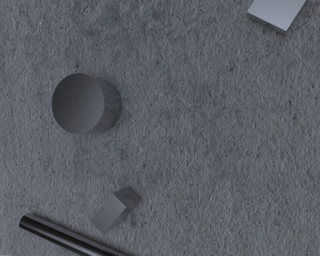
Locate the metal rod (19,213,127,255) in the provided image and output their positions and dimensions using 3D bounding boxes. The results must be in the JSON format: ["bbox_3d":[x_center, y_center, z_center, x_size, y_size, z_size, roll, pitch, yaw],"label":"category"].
[{"bbox_3d":[-0.071,0.182,0.432,0.301,0.025,0.025,15,95,18],"label":"metal rod"}]

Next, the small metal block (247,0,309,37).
[{"bbox_3d":[0.138,-0.143,0.360,0.050,0.025,0.050,34,101,16],"label":"small metal block"}]

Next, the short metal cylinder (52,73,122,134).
[{"bbox_3d":[-0.100,-0.032,0.430,0.080,0.050,0.079,0,90,19],"label":"short metal cylinder"}]

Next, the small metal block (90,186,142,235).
[{"bbox_3d":[-0.057,0.109,0.415,0.025,0.050,0.050,41,103,15],"label":"small metal block"}]
